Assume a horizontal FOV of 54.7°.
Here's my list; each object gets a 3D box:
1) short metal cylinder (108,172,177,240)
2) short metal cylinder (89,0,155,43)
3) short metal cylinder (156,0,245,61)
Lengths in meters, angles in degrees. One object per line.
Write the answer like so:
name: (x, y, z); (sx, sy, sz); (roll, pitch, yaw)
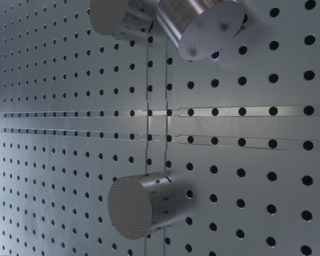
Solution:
short metal cylinder: (-0.024, 0.101, 0.413); (0.080, 0.050, 0.079); (0, 90, 40)
short metal cylinder: (-0.054, -0.166, 0.438); (0.080, 0.050, 0.080); (0, 90, 40)
short metal cylinder: (0.043, -0.120, 0.338); (0.080, 0.081, 0.050); (-44, 64, 31)
